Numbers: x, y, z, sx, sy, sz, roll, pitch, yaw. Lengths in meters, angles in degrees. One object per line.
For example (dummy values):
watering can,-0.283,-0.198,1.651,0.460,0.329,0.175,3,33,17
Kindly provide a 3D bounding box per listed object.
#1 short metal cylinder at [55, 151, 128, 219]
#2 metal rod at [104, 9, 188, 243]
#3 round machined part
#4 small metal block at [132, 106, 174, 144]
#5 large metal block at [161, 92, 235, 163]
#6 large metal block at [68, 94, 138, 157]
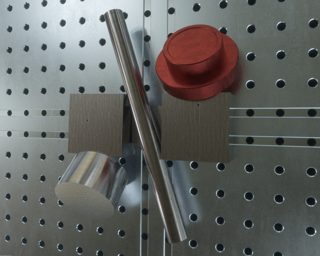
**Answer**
short metal cylinder,-0.088,0.076,0.408,0.080,0.050,0.080,11,136,11
metal rod,-0.020,-0.007,0.392,0.025,0.025,0.299,-18,84,19
round machined part,0.041,-0.083,0.363,0.098,0.042,0.098,-9,53,12
small metal block,-0.009,-0.004,0.416,0.050,0.025,0.050,1,90,20
large metal block,0.048,-0.001,0.383,0.080,0.050,0.079,1,90,20
large metal block,-0.076,-0.005,0.427,0.080,0.050,0.079,2,91,20
